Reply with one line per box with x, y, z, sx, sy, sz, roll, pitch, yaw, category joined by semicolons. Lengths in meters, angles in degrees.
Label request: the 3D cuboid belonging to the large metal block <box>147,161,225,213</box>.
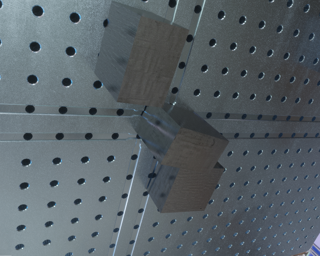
0.038;0.079;0.466;0.081;0.050;0.079;7;115;-32;large metal block

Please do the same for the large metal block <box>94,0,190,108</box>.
-0.024;-0.076;0.317;0.050;0.080;0.079;5;116;-31;large metal block

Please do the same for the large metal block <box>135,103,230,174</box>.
0.026;0.010;0.398;0.081;0.080;0.050;16;110;-35;large metal block

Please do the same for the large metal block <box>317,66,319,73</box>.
0.315;-0.120;0.497;0.081;0.050;0.079;-5;121;-26;large metal block
